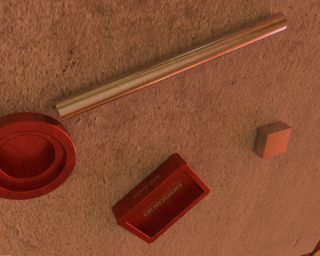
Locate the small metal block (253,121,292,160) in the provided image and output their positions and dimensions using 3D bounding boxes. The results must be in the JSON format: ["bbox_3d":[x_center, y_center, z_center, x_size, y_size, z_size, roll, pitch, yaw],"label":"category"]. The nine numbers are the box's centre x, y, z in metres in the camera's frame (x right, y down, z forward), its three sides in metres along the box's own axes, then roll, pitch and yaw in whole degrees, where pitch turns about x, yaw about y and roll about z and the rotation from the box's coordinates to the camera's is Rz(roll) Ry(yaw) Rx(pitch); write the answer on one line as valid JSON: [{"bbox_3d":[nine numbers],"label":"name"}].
[{"bbox_3d":[0.189,0.020,0.523,0.050,0.025,0.050,-13,124,-21],"label":"small metal block"}]

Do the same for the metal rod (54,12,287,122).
[{"bbox_3d":[0.024,-0.079,0.371,0.302,0.025,0.025,-24,127,-14],"label":"metal rod"}]

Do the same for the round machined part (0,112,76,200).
[{"bbox_3d":[-0.144,0.026,0.333,0.099,0.042,0.097,-14,124,-21],"label":"round machined part"}]

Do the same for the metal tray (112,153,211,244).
[{"bbox_3d":[0.004,0.110,0.473,0.130,0.030,0.090,-41,130,0],"label":"metal tray"}]
